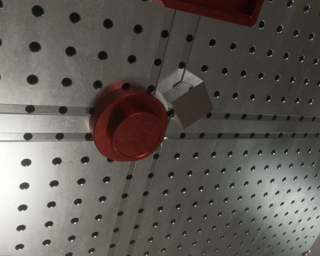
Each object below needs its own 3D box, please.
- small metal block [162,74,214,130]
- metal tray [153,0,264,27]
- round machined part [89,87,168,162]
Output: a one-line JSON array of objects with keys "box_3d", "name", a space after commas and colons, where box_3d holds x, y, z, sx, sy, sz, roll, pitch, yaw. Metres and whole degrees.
[{"box_3d": [0.038, -0.034, 0.413, 0.050, 0.025, 0.050, -34, 129, -7], "name": "small metal block"}, {"box_3d": [0.063, -0.169, 0.339, 0.131, 0.030, 0.089, 1, 118, -29], "name": "metal tray"}, {"box_3d": [-0.034, 0.002, 0.384, 0.099, 0.042, 0.097, -14, 125, -21], "name": "round machined part"}]
